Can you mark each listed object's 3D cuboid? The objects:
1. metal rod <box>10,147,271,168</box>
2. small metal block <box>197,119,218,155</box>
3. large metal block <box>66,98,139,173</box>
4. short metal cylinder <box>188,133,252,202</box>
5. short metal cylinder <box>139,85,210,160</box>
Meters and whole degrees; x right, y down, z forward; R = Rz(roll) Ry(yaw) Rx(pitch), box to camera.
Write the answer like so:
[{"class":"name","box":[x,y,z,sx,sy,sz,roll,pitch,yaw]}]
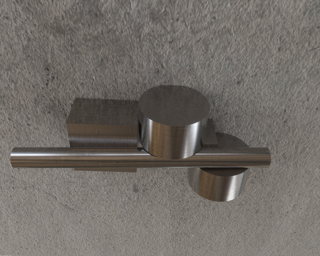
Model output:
[{"class":"metal rod","box":[-0.020,0.036,0.372,0.302,0.025,0.025,0,130,-2]},{"class":"small metal block","box":[0.045,0.013,0.402,0.050,0.050,0.025,1,130,-1]},{"class":"large metal block","box":[-0.068,0.010,0.396,0.081,0.050,0.079,2,130,-3]},{"class":"short metal cylinder","box":[0.079,0.051,0.417,0.081,0.080,0.050,0,130,-1]},{"class":"short metal cylinder","box":[0.015,-0.009,0.366,0.081,0.080,0.050,2,130,-2]}]
